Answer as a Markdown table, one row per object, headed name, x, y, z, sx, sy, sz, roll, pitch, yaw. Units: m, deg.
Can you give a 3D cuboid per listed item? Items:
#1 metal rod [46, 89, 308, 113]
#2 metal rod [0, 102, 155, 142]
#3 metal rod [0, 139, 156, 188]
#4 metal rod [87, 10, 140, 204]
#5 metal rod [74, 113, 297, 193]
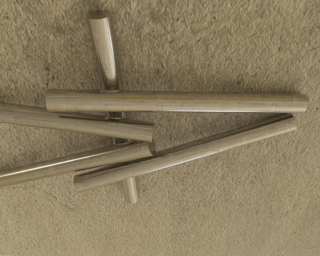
| name | x | y | z | sx | sy | sz | roll | pitch | yaw |
| --- | --- | --- | --- | --- | --- | --- | --- | --- | --- |
| metal rod | 0.027 | -0.030 | 0.362 | 0.302 | 0.025 | 0.025 | 0 | 131 | -9 |
| metal rod | -0.158 | -0.015 | 0.375 | 0.302 | 0.025 | 0.025 | 8 | 130 | 0 |
| metal rod | -0.150 | 0.056 | 0.436 | 0.301 | 0.025 | 0.025 | -13 | 129 | 18 |
| metal rod | -0.053 | -0.001 | 0.407 | 0.025 | 0.025 | 0.298 | -3 | 130 | 2 |
| metal rod | 0.030 | 0.035 | 0.418 | 0.301 | 0.025 | 0.025 | -17 | 129 | 5 |
